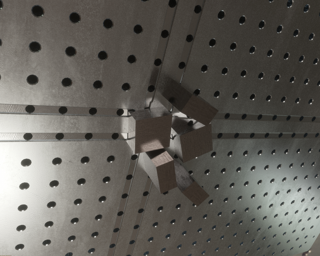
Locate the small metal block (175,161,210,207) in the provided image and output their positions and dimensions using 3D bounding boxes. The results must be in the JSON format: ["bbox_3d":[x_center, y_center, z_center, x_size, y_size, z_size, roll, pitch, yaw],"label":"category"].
[{"bbox_3d":[0.043,0.085,0.473,0.025,0.050,0.050,-42,130,0],"label":"small metal block"}]

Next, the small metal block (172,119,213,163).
[{"bbox_3d":[0.047,0.016,0.449,0.050,0.025,0.050,-21,127,-16],"label":"small metal block"}]

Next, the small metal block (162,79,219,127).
[{"bbox_3d":[0.039,-0.032,0.398,0.050,0.050,0.025,25,104,-37],"label":"small metal block"}]

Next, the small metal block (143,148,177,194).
[{"bbox_3d":[-0.001,0.054,0.429,0.025,0.050,0.050,-20,127,-17],"label":"small metal block"}]

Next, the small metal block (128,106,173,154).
[{"bbox_3d":[-0.014,0.002,0.407,0.050,0.025,0.050,-10,123,-23],"label":"small metal block"}]
